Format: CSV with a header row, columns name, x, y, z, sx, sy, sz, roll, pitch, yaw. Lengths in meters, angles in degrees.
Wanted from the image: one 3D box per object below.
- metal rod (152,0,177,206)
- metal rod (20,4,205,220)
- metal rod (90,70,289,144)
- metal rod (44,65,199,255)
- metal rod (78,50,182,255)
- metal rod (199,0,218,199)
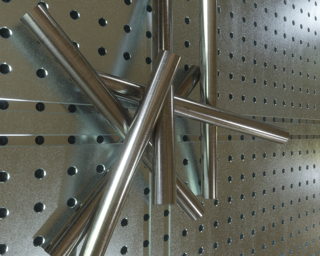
name,x,y,z,sx,sy,sz,roll,pitch,yaw
metal rod,0.003,-0.064,0.362,0.025,0.025,0.299,15,66,-39
metal rod,-0.036,0.001,0.346,0.025,0.025,0.300,-51,117,-28
metal rod,0.054,-0.021,0.407,0.302,0.025,0.025,14,81,-25
metal rod,-0.027,0.025,0.385,0.025,0.025,0.301,52,60,-27
metal rod,-0.044,0.062,0.325,0.025,0.025,0.299,21,91,-38
metal rod,0.069,-0.043,0.438,0.025,0.025,0.298,-13,107,-39
